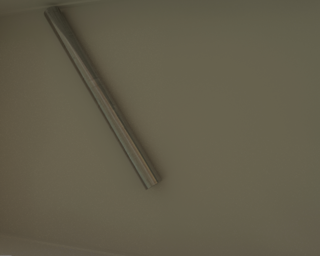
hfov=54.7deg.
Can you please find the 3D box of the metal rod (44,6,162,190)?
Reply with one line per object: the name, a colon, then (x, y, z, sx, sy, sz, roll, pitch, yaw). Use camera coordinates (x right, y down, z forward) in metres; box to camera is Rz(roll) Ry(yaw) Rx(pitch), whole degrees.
metal rod: (-0.085, -0.049, 0.439, 0.025, 0.025, 0.299, -35, 79, 16)
